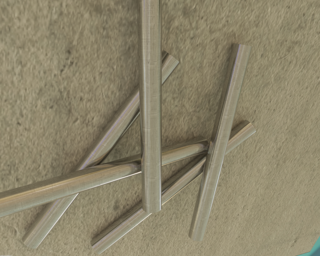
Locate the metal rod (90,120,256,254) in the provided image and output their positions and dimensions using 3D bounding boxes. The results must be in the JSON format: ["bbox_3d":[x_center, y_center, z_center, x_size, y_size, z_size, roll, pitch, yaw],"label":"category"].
[{"bbox_3d":[0.022,0.088,0.475,0.301,0.025,0.025,-38,130,-3],"label":"metal rod"}]

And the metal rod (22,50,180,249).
[{"bbox_3d":[-0.078,0.032,0.385,0.025,0.025,0.299,32,101,-39],"label":"metal rod"}]

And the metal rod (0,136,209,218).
[{"bbox_3d":[-0.060,0.054,0.378,0.303,0.025,0.025,-13,125,-33],"label":"metal rod"}]

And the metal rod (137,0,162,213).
[{"bbox_3d":[-0.010,-0.037,0.346,0.025,0.025,0.298,-10,113,-24],"label":"metal rod"}]

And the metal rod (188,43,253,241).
[{"bbox_3d":[0.082,0.032,0.446,0.025,0.025,0.298,0,110,-29],"label":"metal rod"}]
